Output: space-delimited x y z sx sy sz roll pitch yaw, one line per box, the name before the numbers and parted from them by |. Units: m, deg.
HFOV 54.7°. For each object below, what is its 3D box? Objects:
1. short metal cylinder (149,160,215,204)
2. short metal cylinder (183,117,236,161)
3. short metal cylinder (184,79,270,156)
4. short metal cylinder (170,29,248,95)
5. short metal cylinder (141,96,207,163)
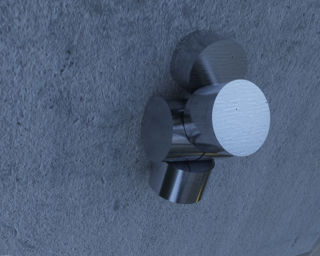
short metal cylinder | 0.029 0.059 0.427 0.081 0.080 0.050 0 118 -29
short metal cylinder | 0.063 0.003 0.410 0.050 0.080 0.079 1 118 -28
short metal cylinder | 0.074 -0.010 0.342 0.081 0.050 0.079 0 90 -29
short metal cylinder | 0.059 -0.075 0.381 0.081 0.050 0.079 -14 125 -21
short metal cylinder | 0.017 0.002 0.385 0.050 0.080 0.079 1 118 -29
